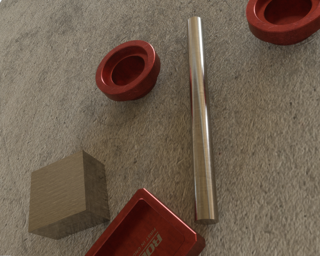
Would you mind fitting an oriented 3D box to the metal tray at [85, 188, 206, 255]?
[{"bbox_3d":[-0.027,0.141,0.326,0.090,0.030,0.130,33,80,38],"label":"metal tray"}]

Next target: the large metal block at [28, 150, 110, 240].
[{"bbox_3d":[-0.115,0.086,0.394,0.080,0.050,0.080,-24,53,13],"label":"large metal block"}]

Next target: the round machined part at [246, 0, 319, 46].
[{"bbox_3d":[0.164,-0.145,0.396,0.098,0.042,0.098,-13,56,20],"label":"round machined part"}]

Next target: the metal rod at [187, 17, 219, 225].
[{"bbox_3d":[0.051,-0.032,0.395,0.025,0.025,0.299,-12,56,21],"label":"metal rod"}]

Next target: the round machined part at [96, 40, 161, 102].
[{"bbox_3d":[-0.043,-0.080,0.463,0.098,0.042,0.098,-13,56,20],"label":"round machined part"}]
